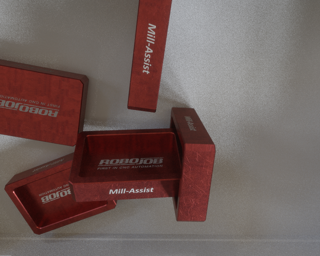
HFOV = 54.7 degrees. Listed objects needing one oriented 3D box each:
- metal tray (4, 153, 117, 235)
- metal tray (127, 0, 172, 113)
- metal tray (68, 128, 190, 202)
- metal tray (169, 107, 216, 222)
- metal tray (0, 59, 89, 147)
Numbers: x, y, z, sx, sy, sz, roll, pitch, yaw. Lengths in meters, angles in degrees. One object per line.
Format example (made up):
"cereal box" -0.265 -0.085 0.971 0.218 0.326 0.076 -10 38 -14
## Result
"metal tray" -0.137 0.090 0.440 0.130 0.030 0.090 -21 109 7
"metal tray" -0.010 -0.092 0.342 0.030 0.090 0.129 8 110 -3
"metal tray" -0.035 0.041 0.371 0.131 0.090 0.030 -2 128 -5
"metal tray" 0.031 0.036 0.368 0.030 0.130 0.089 2 110 -5
"metal tray" -0.163 -0.032 0.395 0.131 0.030 0.089 10 110 -4
